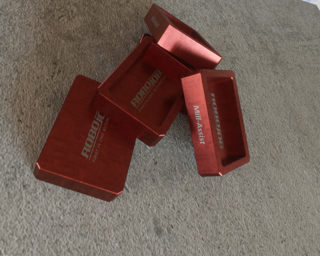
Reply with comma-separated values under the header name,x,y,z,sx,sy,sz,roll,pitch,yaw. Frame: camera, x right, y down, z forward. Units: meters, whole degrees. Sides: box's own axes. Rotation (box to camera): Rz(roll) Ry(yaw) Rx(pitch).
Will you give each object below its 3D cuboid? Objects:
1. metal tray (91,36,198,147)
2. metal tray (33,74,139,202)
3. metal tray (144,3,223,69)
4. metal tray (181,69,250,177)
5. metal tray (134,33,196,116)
name,x,y,z,sx,sy,sz,roll,pitch,yaw
metal tray,-0.012,-0.051,0.389,0.090,0.030,0.130,36,51,-5
metal tray,-0.075,0.009,0.356,0.091,0.030,0.130,22,53,-15
metal tray,0.030,-0.134,0.458,0.090,0.030,0.130,24,25,-26
metal tray,0.076,-0.010,0.407,0.091,0.030,0.129,-11,91,-50
metal tray,0.019,-0.075,0.460,0.131,0.030,0.090,24,53,-14
